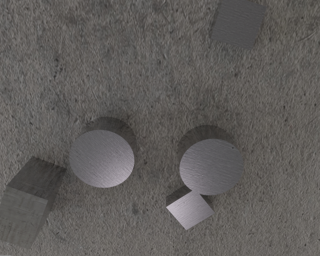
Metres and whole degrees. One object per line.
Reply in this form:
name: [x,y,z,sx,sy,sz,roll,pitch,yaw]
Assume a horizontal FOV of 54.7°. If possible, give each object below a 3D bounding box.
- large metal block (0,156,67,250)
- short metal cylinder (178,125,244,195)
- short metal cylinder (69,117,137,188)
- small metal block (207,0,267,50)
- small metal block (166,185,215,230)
large metal block: [-0.172,0.097,0.415,0.050,0.080,0.079,22,109,-8]
short metal cylinder: [0.065,0.042,0.413,0.081,0.050,0.079,0,110,0]
short metal cylinder: [-0.072,0.031,0.407,0.081,0.050,0.079,0,110,0]
small metal block: [0.090,-0.124,0.365,0.050,0.025,0.050,14,109,-6]
small metal block: [0.044,0.112,0.452,0.050,0.025,0.050,-35,107,12]
